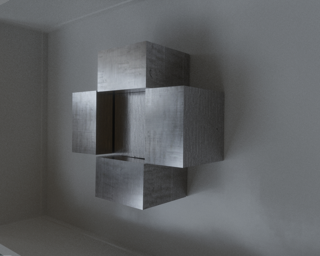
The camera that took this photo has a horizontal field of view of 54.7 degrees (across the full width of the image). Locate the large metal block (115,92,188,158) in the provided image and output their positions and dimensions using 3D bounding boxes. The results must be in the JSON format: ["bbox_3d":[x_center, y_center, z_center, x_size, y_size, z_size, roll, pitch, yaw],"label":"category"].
[{"bbox_3d":[-0.012,-0.004,0.397,0.080,0.050,0.080,1,91,40],"label":"large metal block"}]

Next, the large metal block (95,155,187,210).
[{"bbox_3d":[-0.023,0.061,0.388,0.080,0.081,0.050,3,92,40],"label":"large metal block"}]

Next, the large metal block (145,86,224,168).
[{"bbox_3d":[0.029,-0.002,0.346,0.050,0.081,0.080,1,91,40],"label":"large metal block"}]

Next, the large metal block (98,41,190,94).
[{"bbox_3d":[-0.020,-0.069,0.385,0.080,0.081,0.050,1,91,40],"label":"large metal block"}]

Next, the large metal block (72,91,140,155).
[{"bbox_3d":[-0.072,-0.007,0.430,0.050,0.081,0.080,1,91,40],"label":"large metal block"}]
